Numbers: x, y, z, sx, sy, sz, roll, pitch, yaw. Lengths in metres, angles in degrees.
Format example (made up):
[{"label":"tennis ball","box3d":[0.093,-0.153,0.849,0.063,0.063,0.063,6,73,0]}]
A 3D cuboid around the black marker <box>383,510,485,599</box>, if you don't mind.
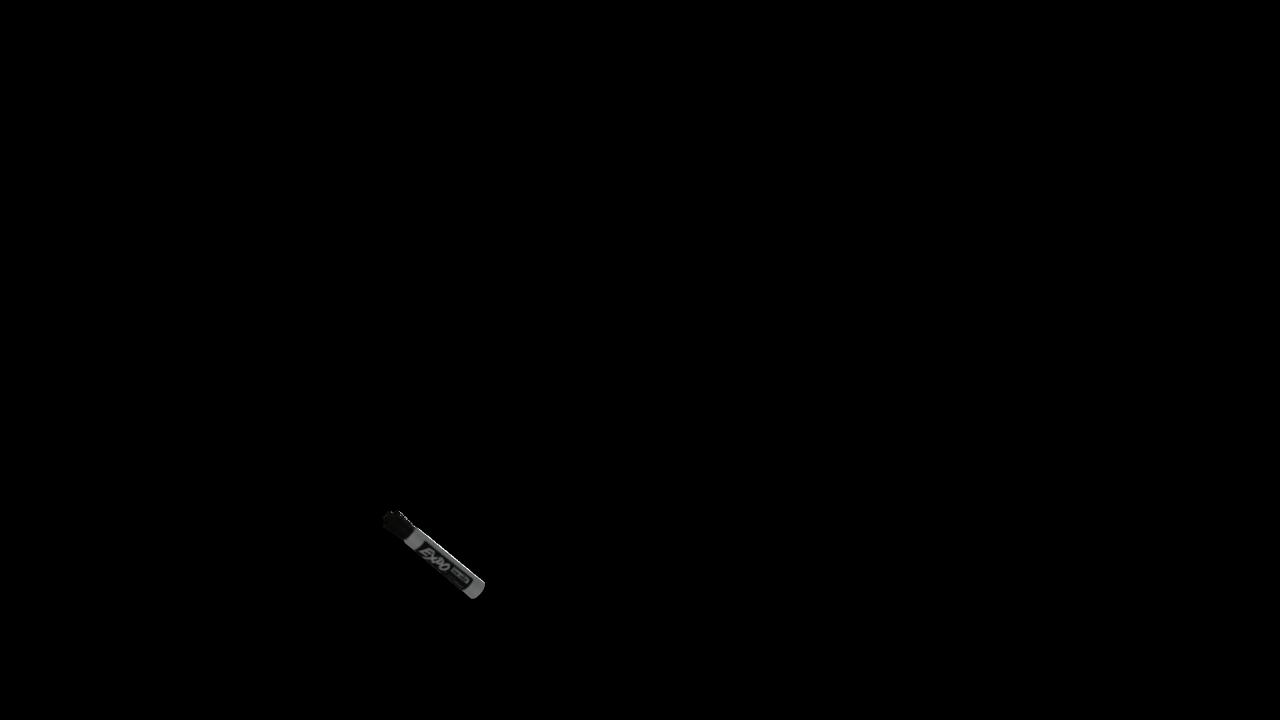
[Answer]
[{"label":"black marker","box3d":[-0.193,0.182,0.578,0.020,0.121,0.020,-33,23,16]}]
